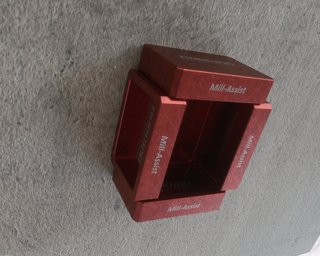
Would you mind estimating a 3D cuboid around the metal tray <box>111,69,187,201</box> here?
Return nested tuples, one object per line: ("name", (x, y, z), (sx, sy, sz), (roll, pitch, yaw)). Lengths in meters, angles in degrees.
("metal tray", (-0.019, 0.007, 0.361), (0.030, 0.090, 0.129), (1, 118, -29))

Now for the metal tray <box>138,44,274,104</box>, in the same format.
("metal tray", (0.052, -0.062, 0.357), (0.131, 0.090, 0.030), (1, 118, -29))

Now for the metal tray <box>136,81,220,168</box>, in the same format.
("metal tray", (0.021, -0.007, 0.413), (0.091, 0.030, 0.129), (1, 118, -29))

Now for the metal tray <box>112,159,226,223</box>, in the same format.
("metal tray", (0.012, 0.078, 0.422), (0.131, 0.090, 0.030), (1, 118, -29))

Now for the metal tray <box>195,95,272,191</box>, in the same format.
("metal tray", (0.087, 0.008, 0.420), (0.030, 0.090, 0.129), (1, 118, -29))
